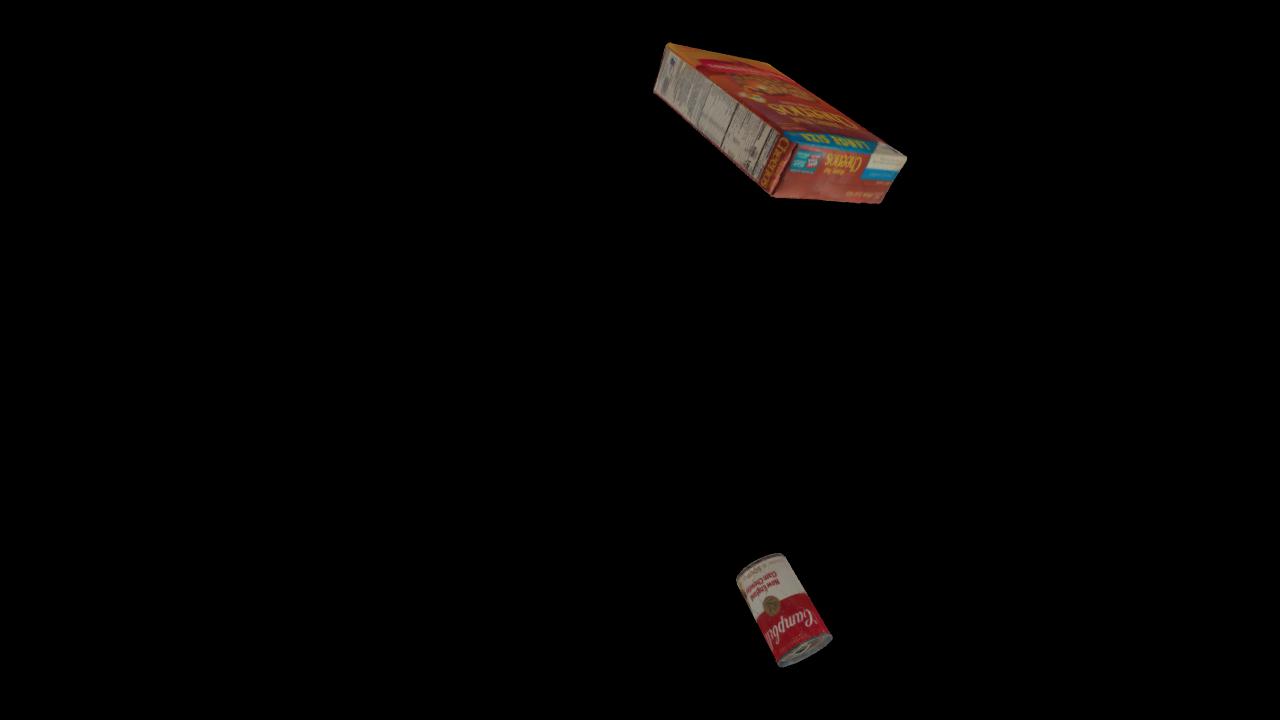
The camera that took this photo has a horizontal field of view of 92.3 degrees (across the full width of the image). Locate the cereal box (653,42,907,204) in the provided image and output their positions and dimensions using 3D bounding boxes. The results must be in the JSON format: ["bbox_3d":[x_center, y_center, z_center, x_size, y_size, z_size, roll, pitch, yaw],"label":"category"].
[{"bbox_3d":[0.178,-0.320,0.825,0.203,0.081,0.306,-6,45,-32],"label":"cereal box"}]

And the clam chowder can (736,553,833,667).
[{"bbox_3d":[0.161,0.281,0.698,0.068,0.068,0.102,0,43,-30],"label":"clam chowder can"}]
